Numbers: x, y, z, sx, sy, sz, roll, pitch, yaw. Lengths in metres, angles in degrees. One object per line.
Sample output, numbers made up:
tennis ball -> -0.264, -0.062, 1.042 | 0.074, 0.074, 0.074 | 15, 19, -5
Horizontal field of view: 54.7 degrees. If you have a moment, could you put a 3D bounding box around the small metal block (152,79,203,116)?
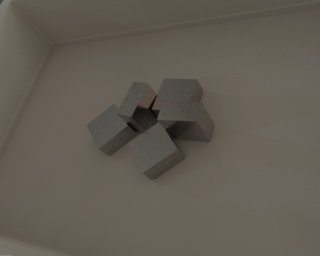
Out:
small metal block -> 0.024, -0.038, 0.413 | 0.050, 0.025, 0.050 | 7, 65, 30

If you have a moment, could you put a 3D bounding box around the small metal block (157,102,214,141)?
small metal block -> 0.032, -0.008, 0.374 | 0.050, 0.050, 0.025 | 3, 64, 29

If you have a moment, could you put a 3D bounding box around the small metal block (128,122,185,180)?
small metal block -> -0.005, 0.028, 0.387 | 0.050, 0.025, 0.050 | -35, 52, 4

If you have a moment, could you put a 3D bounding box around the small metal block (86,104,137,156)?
small metal block -> -0.069, 0.002, 0.436 | 0.050, 0.025, 0.050 | -38, 51, 2

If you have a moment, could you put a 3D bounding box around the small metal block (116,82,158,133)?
small metal block -> -0.025, -0.026, 0.414 | 0.025, 0.050, 0.050 | 13, 69, 33
